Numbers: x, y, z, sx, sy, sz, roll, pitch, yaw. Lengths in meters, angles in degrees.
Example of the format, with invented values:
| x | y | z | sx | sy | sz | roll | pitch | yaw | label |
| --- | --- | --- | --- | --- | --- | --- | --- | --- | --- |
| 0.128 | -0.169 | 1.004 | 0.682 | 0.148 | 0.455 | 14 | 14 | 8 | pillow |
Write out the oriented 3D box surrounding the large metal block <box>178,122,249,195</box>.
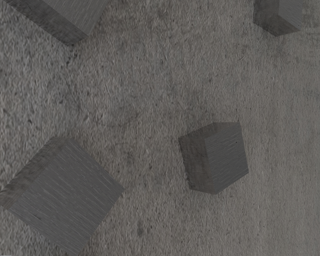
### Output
| x | y | z | sx | sy | sz | roll | pitch | yaw | label |
| --- | --- | --- | --- | --- | --- | --- | --- | --- | --- |
| 0.080 | 0.041 | 0.456 | 0.081 | 0.050 | 0.080 | -21 | 104 | -38 | large metal block |

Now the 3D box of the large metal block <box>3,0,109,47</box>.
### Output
| x | y | z | sx | sy | sz | roll | pitch | yaw | label |
| --- | --- | --- | --- | --- | --- | --- | --- | --- | --- |
| -0.097 | -0.142 | 0.307 | 0.080 | 0.050 | 0.080 | 35 | 69 | -35 | large metal block |

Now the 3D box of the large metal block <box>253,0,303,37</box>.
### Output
| x | y | z | sx | sy | sz | roll | pitch | yaw | label |
| --- | --- | --- | --- | --- | --- | --- | --- | --- | --- |
| 0.219 | -0.225 | 0.571 | 0.081 | 0.050 | 0.080 | 10 | 84 | -40 | large metal block |

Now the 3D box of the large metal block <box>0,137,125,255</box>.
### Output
| x | y | z | sx | sy | sz | roll | pitch | yaw | label |
| --- | --- | --- | --- | --- | --- | --- | --- | --- | --- |
| -0.096 | 0.066 | 0.308 | 0.080 | 0.050 | 0.080 | 51 | 60 | -28 | large metal block |
